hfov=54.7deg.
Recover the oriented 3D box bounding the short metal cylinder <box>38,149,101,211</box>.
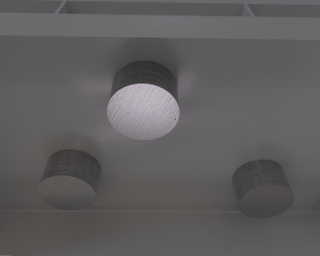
[{"bbox_3d":[-0.131,0.077,0.457,0.081,0.050,0.079,0,130,0],"label":"short metal cylinder"}]

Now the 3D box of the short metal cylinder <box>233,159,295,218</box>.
[{"bbox_3d":[0.156,0.094,0.474,0.081,0.050,0.079,0,130,0],"label":"short metal cylinder"}]

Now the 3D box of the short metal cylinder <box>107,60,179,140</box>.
[{"bbox_3d":[-0.019,-0.032,0.365,0.081,0.050,0.079,0,130,0],"label":"short metal cylinder"}]
